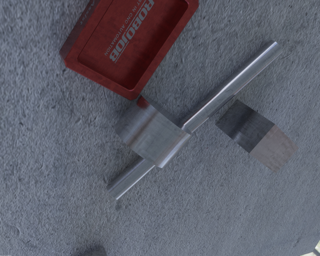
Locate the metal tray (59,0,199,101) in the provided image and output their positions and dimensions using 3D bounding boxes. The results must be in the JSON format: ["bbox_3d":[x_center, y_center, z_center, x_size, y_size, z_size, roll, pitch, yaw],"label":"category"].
[{"bbox_3d":[-0.031,-0.103,0.322,0.090,0.030,0.130,27,104,-37],"label":"metal tray"}]

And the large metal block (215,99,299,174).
[{"bbox_3d":[0.142,0.012,0.456,0.080,0.080,0.050,33,100,-38],"label":"large metal block"}]

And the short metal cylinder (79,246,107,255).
[{"bbox_3d":[-0.095,0.223,0.458,0.050,0.080,0.079,-19,126,-18],"label":"short metal cylinder"}]

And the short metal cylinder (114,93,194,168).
[{"bbox_3d":[-0.007,0.003,0.369,0.080,0.080,0.050,33,100,-38],"label":"short metal cylinder"}]

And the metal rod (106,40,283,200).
[{"bbox_3d":[0.047,-0.011,0.425,0.300,0.025,0.025,-42,130,0],"label":"metal rod"}]
